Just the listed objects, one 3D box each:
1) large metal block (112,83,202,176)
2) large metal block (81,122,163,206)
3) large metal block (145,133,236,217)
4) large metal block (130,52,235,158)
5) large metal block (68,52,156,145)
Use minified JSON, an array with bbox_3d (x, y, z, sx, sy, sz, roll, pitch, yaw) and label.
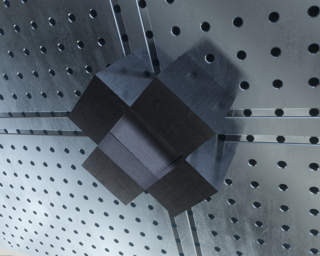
[{"bbox_3d":[-0.001,0.002,0.396,0.080,0.050,0.080,45,131,-1],"label":"large metal block"},{"bbox_3d":[-0.045,0.044,0.427,0.080,0.080,0.050,43,129,-2],"label":"large metal block"},{"bbox_3d":[0.039,0.053,0.390,0.050,0.080,0.080,45,129,-3],"label":"large metal block"},{"bbox_3d":[0.028,-0.028,0.344,0.080,0.080,0.050,43,129,-2],"label":"large metal block"},{"bbox_3d":[-0.055,-0.037,0.383,0.050,0.080,0.080,44,129,-2],"label":"large metal block"}]
